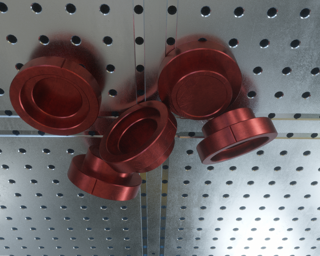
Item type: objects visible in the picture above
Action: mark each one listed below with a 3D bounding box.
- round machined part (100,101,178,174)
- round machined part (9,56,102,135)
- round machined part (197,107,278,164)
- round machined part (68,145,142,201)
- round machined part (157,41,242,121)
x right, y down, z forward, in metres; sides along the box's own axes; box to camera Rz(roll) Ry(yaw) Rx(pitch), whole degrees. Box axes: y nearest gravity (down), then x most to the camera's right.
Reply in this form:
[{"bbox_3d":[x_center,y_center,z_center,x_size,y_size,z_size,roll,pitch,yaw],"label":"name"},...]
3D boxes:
[{"bbox_3d":[-0.021,0.015,0.377,0.098,0.098,0.042,-25,126,19],"label":"round machined part"},{"bbox_3d":[-0.118,-0.041,0.364,0.099,0.042,0.097,-1,130,0],"label":"round machined part"},{"bbox_3d":[0.092,0.008,0.389,0.099,0.042,0.098,-17,161,-6],"label":"round machined part"},{"bbox_3d":[-0.070,0.055,0.418,0.099,0.098,0.042,18,99,-15],"label":"round machined part"},{"bbox_3d":[0.046,-0.047,0.361,0.099,0.042,0.097,-1,130,0],"label":"round machined part"}]
